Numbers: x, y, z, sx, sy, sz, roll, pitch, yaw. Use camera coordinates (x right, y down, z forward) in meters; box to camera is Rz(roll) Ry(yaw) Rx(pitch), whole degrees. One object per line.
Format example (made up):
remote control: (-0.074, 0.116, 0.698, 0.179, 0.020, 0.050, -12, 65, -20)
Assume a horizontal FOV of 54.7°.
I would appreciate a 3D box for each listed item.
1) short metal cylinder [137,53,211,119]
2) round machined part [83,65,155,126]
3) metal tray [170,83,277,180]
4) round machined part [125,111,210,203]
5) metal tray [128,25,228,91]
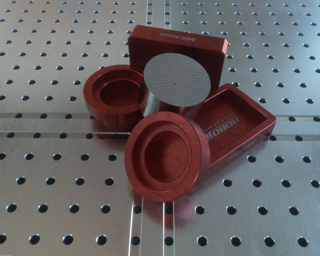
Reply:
short metal cylinder: (0.016, -0.045, 0.381, 0.081, 0.050, 0.080, 7, 58, -10)
round machined part: (-0.053, -0.041, 0.431, 0.099, 0.042, 0.098, 0, 50, 0)
metal tray: (0.073, 0.000, 0.404, 0.131, 0.030, 0.090, -30, 56, -23)
round machined part: (0.011, 0.033, 0.347, 0.098, 0.042, 0.097, -6, 79, 32)
metal tray: (0.023, -0.091, 0.442, 0.131, 0.089, 0.030, 12, 51, 9)
